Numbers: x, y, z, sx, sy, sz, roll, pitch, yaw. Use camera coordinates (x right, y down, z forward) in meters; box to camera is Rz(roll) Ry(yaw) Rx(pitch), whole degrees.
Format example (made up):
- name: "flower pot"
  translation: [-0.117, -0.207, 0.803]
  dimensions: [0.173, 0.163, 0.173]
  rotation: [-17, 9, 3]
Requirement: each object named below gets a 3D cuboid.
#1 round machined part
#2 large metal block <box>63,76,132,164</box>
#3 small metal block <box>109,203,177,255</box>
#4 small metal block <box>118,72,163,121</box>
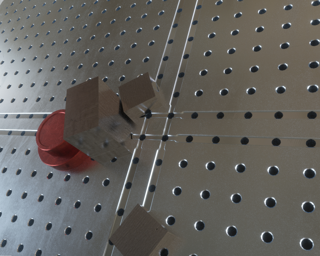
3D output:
- name: "round machined part"
  translation: [-0.145, 0.011, 0.464]
  dimensions: [0.098, 0.042, 0.098]
  rotation: [-13, 56, 20]
- name: "large metal block"
  translation: [-0.082, -0.009, 0.419]
  dimensions: [0.050, 0.080, 0.080]
  rotation: [-19, 54, 17]
- name: "small metal block"
  translation: [-0.019, 0.121, 0.343]
  dimensions: [0.050, 0.025, 0.050]
  rotation: [33, 80, 38]
- name: "small metal block"
  translation: [-0.029, -0.046, 0.450]
  dimensions: [0.050, 0.025, 0.050]
  rotation: [-25, 53, 12]
